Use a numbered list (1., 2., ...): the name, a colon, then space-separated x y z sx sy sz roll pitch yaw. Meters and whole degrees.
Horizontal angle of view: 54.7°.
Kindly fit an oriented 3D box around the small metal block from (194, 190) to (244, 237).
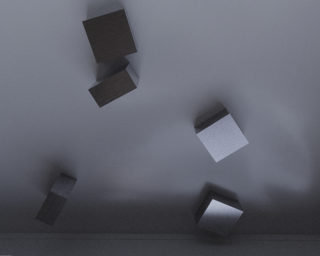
1. small metal block: 0.086 0.127 0.459 0.050 0.025 0.050 24 108 -9

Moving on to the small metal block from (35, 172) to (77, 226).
1. small metal block: -0.144 0.098 0.432 0.025 0.050 0.050 29 107 -11

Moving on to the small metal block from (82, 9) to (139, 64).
1. small metal block: -0.058 -0.110 0.370 0.050 0.025 0.050 -15 110 5

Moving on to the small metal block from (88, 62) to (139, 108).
1. small metal block: -0.054 -0.053 0.378 0.050 0.050 0.025 -27 108 9

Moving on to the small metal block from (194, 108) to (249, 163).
1. small metal block: 0.082 0.010 0.416 0.050 0.025 0.050 -33 107 11
